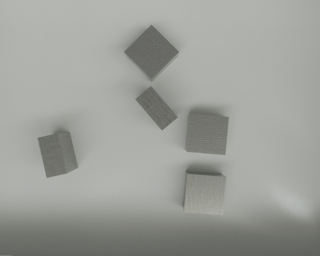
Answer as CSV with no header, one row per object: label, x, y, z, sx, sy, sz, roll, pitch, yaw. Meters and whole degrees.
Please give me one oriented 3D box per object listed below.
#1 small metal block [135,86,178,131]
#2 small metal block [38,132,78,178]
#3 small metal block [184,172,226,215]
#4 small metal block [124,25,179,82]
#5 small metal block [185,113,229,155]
small metal block,-0.004,-0.024,0.399,0.025,0.050,0.050,-40,90,0
small metal block,-0.130,0.033,0.398,0.025,0.050,0.050,-13,90,0
small metal block,0.058,0.086,0.412,0.050,0.025,0.050,5,90,0
small metal block,-0.011,-0.098,0.411,0.050,0.025,0.050,45,90,0
small metal block,0.062,0.008,0.412,0.050,0.025,0.050,5,90,0
